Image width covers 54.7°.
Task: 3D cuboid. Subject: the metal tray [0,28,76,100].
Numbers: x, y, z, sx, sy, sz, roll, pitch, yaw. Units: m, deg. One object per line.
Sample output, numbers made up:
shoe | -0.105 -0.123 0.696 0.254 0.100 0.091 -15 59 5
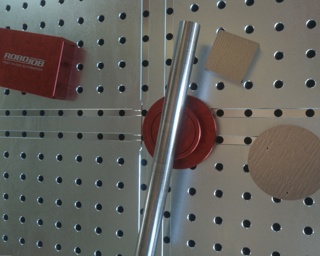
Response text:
metal tray | -0.200 -0.100 0.479 0.130 0.030 0.089 14 94 19

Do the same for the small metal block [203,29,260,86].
small metal block | 0.088 -0.086 0.381 0.050 0.025 0.050 26 98 17

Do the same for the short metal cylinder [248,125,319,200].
short metal cylinder | 0.142 0.036 0.349 0.080 0.050 0.079 0 90 19

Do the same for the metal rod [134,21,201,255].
metal rod | 0.006 0.027 0.365 0.025 0.025 0.298 12 94 19

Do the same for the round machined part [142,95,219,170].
round machined part | 0.022 0.005 0.395 0.098 0.042 0.097 0 90 19
